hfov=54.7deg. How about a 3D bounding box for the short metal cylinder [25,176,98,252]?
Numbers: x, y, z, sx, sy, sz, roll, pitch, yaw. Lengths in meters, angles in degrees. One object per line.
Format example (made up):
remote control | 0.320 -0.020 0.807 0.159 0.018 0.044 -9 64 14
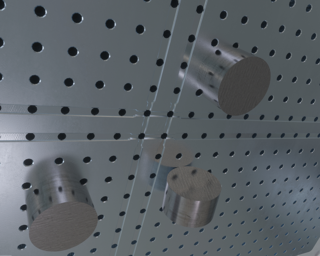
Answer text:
short metal cylinder | -0.125 0.108 0.394 0.081 0.050 0.079 -14 124 -21

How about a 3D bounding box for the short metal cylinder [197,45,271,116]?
short metal cylinder | 0.097 -0.063 0.409 0.081 0.050 0.079 -14 124 -21

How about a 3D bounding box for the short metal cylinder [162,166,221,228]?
short metal cylinder | 0.046 0.101 0.463 0.081 0.080 0.050 -5 121 -26
